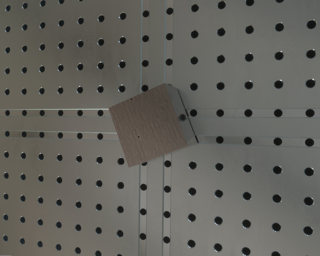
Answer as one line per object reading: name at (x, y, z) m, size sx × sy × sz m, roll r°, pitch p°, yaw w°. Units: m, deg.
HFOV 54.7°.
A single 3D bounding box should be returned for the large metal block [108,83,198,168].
large metal block at (-0.008, -0.002, 0.398) m, size 0.080 × 0.050 × 0.080 m, roll -22°, pitch 83°, yaw 18°
